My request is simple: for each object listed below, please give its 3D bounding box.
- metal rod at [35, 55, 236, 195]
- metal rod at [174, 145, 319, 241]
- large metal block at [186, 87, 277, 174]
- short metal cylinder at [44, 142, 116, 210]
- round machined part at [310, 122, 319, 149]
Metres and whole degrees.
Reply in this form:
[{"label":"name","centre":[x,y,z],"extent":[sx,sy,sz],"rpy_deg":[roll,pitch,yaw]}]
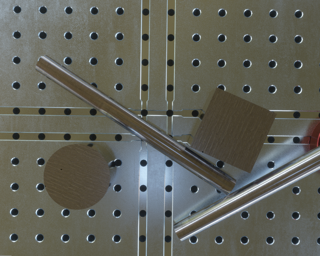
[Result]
[{"label":"metal rod","centre":[-0.031,-0.004,0.412],"extent":[0.301,0.025,0.025],"rpy_deg":[33,90,0]},{"label":"metal rod","centre":[0.151,0.063,0.387],"extent":[0.300,0.025,0.025],"rpy_deg":[-31,90,10]},{"label":"large metal block","centre":[0.089,0.003,0.401],"extent":[0.080,0.050,0.080],"rpy_deg":[24,90,0]},{"label":"short metal cylinder","centre":[-0.101,0.059,0.400],"extent":[0.081,0.050,0.080],"rpy_deg":[0,90,0]},{"label":"round machined part","centre":[0.256,0.025,0.407],"extent":[0.099,0.042,0.097],"rpy_deg":[0,90,0]}]
